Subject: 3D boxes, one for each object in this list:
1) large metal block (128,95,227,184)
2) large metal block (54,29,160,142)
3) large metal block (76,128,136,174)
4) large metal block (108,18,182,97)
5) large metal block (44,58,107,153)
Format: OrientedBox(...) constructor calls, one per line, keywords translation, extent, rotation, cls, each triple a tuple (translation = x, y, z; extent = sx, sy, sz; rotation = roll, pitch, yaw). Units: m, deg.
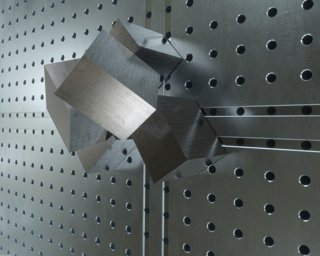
OrientedBox(translation=(0.019, 0.011, 0.355), extent=(0.050, 0.081, 0.080), rotation=(-41, 65, 32), cls="large metal block")
OrientedBox(translation=(-0.048, -0.046, 0.319), extent=(0.050, 0.080, 0.080), rotation=(-44, 21, 26), cls="large metal block")
OrientedBox(translation=(-0.085, 0.010, 0.460), extent=(0.080, 0.050, 0.080), rotation=(-47, 63, 29), cls="large metal block")
OrientedBox(translation=(-0.033, -0.082, 0.397), extent=(0.080, 0.081, 0.050), rotation=(-49, 61, 29), cls="large metal block")
OrientedBox(translation=(-0.106, -0.029, 0.392), extent=(0.080, 0.050, 0.079), rotation=(55, 147, 25), cls="large metal block")
